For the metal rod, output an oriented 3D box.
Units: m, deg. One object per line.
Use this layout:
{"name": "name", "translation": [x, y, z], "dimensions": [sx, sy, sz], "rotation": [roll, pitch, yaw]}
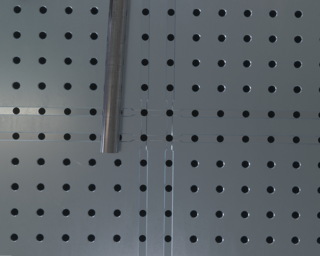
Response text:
{"name": "metal rod", "translation": [-0.058, -0.117, 0.412], "dimensions": [0.025, 0.025, 0.298], "rotation": [4, 90, 0]}
